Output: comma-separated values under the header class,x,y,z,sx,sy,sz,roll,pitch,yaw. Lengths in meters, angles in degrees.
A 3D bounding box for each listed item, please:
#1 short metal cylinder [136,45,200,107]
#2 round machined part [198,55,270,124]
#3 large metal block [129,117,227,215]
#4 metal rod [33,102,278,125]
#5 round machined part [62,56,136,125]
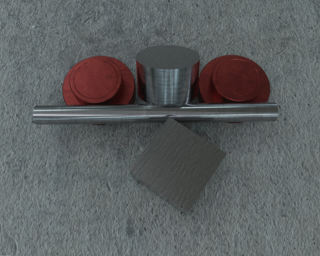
class,x,y,z,sx,sy,sz,roll,pitch,yaw
short metal cylinder,0.010,-0.069,0.402,0.080,0.050,0.080,0,35,0
round machined part,0.102,-0.059,0.423,0.099,0.042,0.098,0,70,0
large metal block,0.021,0.047,0.377,0.080,0.050,0.080,34,73,11
metal rod,-0.005,-0.019,0.394,0.302,0.025,0.025,-1,70,-1
round machined part,-0.083,-0.056,0.420,0.099,0.042,0.098,0,70,0
